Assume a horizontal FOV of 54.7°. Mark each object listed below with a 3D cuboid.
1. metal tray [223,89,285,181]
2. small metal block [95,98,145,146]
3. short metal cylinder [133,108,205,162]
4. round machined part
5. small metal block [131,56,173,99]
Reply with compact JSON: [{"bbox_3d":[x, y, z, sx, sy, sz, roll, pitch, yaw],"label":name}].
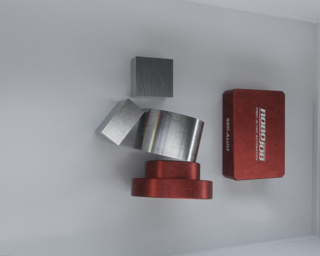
[{"bbox_3d":[0.140,0.009,0.462,0.091,0.030,0.129,0,90,-21],"label":"metal tray"},{"bbox_3d":[-0.051,-0.007,0.379,0.025,0.050,0.050,40,77,-16],"label":"small metal block"},{"bbox_3d":[0.011,0.010,0.386,0.081,0.080,0.050,14,85,-20],"label":"short metal cylinder"},{"bbox_3d":[0.015,0.064,0.380,0.099,0.098,0.042,7,78,-20],"label":"round machined part"},{"bbox_3d":[-0.011,-0.065,0.407,0.050,0.025,0.050,0,90,-21],"label":"small metal block"}]
